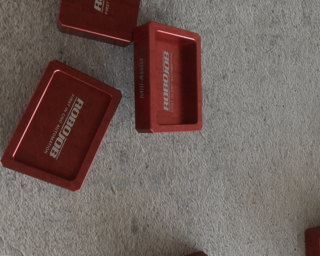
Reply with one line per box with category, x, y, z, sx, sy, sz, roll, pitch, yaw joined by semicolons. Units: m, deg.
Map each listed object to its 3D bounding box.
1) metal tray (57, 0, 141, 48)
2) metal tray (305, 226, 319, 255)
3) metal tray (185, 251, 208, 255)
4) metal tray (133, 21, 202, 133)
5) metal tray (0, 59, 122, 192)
metal tray;-0.069;-0.174;0.380;0.091;0.030;0.129;9;87;-20
metal tray;0.307;0.207;0.519;0.131;0.030;0.089;-4;92;-20
metal tray;0.013;0.227;0.411;0.131;0.030;0.089;-7;93;-20
metal tray;0.012;-0.059;0.394;0.091;0.030;0.129;-2;91;-41
metal tray;-0.112;-0.002;0.364;0.090;0.030;0.130;25;82;-18
